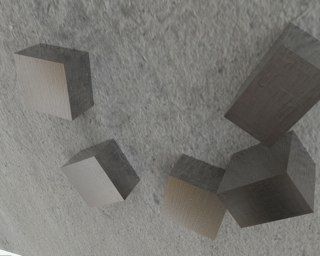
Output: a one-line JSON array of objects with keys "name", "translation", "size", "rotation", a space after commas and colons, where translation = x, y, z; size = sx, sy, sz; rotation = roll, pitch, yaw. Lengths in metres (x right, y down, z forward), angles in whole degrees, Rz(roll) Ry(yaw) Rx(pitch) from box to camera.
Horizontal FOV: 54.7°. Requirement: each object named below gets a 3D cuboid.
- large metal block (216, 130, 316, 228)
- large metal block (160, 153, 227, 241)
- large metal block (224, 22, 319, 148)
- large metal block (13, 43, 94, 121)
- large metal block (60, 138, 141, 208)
[{"name": "large metal block", "translation": [0.119, 0.056, 0.343], "size": [0.080, 0.080, 0.050], "rotation": [-29, 103, 37]}, {"name": "large metal block", "translation": [0.052, 0.093, 0.420], "size": [0.080, 0.050, 0.079], "rotation": [20, 126, 15]}, {"name": "large metal block", "translation": [0.112, -0.041, 0.287], "size": [0.050, 0.080, 0.079], "rotation": [36, 129, 4]}, {"name": "large metal block", "translation": [-0.142, -0.064, 0.424], "size": [0.080, 0.050, 0.079], "rotation": [15, 124, 19]}, {"name": "large metal block", "translation": [-0.092, 0.071, 0.481], "size": [0.080, 0.050, 0.080], "rotation": [-20, 108, 35]}]
